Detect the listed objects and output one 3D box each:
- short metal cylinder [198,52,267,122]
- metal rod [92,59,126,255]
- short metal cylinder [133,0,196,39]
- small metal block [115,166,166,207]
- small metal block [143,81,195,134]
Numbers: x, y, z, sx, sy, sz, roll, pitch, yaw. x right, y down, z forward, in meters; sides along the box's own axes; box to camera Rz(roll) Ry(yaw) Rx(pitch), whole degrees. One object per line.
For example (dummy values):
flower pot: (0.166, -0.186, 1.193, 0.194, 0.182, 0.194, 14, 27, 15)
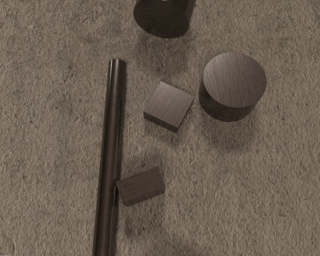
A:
short metal cylinder: (0.095, -0.054, 0.416, 0.081, 0.050, 0.080, 0, 70, 0)
metal rod: (-0.063, 0.049, 0.389, 0.025, 0.025, 0.299, 1, 70, 0)
short metal cylinder: (0.007, -0.174, 0.443, 0.080, 0.080, 0.050, 14, 71, 4)
small metal block: (-0.022, 0.071, 0.369, 0.050, 0.050, 0.025, -20, 72, -7)
small metal block: (0.012, -0.028, 0.418, 0.050, 0.025, 0.050, 26, 72, 9)
